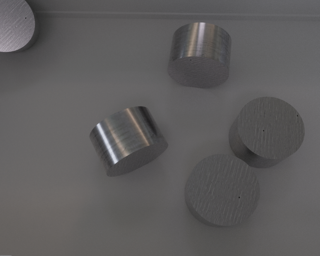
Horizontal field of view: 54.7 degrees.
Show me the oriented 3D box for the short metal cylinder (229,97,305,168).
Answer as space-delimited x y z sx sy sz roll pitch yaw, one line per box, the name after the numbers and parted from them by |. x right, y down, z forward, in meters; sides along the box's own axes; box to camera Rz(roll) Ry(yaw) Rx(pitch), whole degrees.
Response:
0.133 0.007 0.395 0.081 0.050 0.080 0 70 0 | short metal cylinder

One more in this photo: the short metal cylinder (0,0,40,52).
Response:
-0.212 -0.145 0.429 0.081 0.050 0.079 -3 102 -13 | short metal cylinder

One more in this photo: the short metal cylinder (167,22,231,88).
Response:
0.053 -0.095 0.415 0.080 0.080 0.050 8 70 3 | short metal cylinder

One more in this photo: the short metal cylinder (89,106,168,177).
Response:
-0.037 0.017 0.374 0.080 0.080 0.050 -26 72 -9 | short metal cylinder

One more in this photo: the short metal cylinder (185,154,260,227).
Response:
0.071 0.076 0.369 0.081 0.050 0.080 0 70 0 | short metal cylinder
